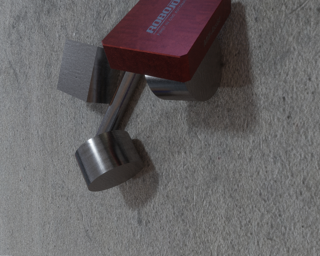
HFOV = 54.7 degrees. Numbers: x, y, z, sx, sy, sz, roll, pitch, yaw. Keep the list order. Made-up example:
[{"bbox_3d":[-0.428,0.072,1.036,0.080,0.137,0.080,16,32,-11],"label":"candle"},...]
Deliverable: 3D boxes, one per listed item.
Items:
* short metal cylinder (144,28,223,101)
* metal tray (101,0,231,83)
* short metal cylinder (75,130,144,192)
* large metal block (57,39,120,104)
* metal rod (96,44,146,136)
[{"bbox_3d":[0.028,-0.070,0.346,0.050,0.081,0.079,7,94,40],"label":"short metal cylinder"},{"bbox_3d":[0.012,-0.107,0.324,0.090,0.130,0.030,15,144,23],"label":"metal tray"},{"bbox_3d":[-0.069,0.046,0.426,0.080,0.081,0.050,-42,65,32],"label":"short metal cylinder"},{"bbox_3d":[-0.109,-0.087,0.479,0.080,0.050,0.079,23,105,37],"label":"large metal block"},{"bbox_3d":[-0.048,-0.058,0.444,0.025,0.025,0.298,42,115,32],"label":"metal rod"}]
